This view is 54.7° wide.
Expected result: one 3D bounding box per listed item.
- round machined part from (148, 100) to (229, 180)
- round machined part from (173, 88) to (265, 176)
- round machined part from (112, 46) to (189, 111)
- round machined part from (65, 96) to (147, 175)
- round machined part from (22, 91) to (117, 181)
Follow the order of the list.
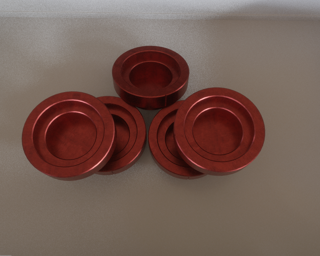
[{"bbox_3d":[0.035,0.017,0.393,0.099,0.042,0.098,0,70,0],"label":"round machined part"},{"bbox_3d":[0.064,0.007,0.353,0.099,0.042,0.098,0,70,0],"label":"round machined part"},{"bbox_3d":[-0.012,-0.062,0.411,0.099,0.042,0.098,1,52,-1],"label":"round machined part"},{"bbox_3d":[-0.066,0.012,0.394,0.099,0.042,0.098,0,70,0],"label":"round machined part"},{"bbox_3d":[-0.098,0.011,0.350,0.099,0.042,0.098,0,70,0],"label":"round machined part"}]
